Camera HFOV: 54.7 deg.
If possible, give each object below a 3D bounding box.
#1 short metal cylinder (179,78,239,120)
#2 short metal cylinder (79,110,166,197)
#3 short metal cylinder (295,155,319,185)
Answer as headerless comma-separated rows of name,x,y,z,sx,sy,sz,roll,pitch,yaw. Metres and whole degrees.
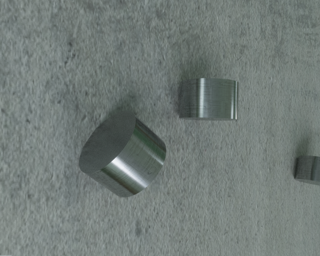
short metal cylinder,0.067,-0.037,0.428,0.081,0.080,0.050,3,89,-40
short metal cylinder,-0.041,0.028,0.337,0.050,0.080,0.080,45,63,-31
short metal cylinder,0.331,0.091,0.651,0.080,0.080,0.050,21,77,-39
